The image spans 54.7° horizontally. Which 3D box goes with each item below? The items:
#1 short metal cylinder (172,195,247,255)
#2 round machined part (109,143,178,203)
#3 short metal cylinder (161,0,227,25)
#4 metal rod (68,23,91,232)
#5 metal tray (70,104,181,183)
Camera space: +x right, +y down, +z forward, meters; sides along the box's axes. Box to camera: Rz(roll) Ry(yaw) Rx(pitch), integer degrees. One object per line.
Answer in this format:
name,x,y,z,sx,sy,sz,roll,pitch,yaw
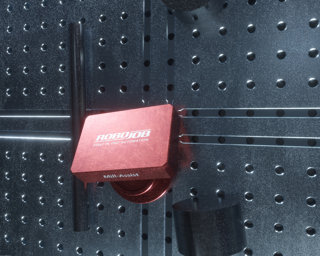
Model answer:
short metal cylinder,0.057,0.112,0.363,0.080,0.080,0.050,-8,87,20
round machined part,-0.030,0.052,0.414,0.098,0.042,0.097,0,90,20
short metal cylinder,0.042,-0.176,0.385,0.080,0.050,0.080,0,90,20
metal rod,-0.118,-0.001,0.454,0.025,0.025,0.298,-2,89,20
metal tray,-0.043,0.021,0.400,0.130,0.030,0.090,-7,54,20
